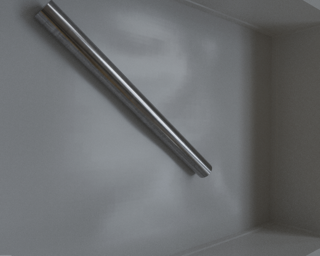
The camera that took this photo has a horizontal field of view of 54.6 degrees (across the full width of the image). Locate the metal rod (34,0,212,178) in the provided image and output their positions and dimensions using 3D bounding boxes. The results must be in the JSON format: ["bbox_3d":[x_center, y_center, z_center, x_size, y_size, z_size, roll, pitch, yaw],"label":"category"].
[{"bbox_3d":[-0.025,-0.028,0.384,0.300,0.025,0.025,45,63,-31],"label":"metal rod"}]
